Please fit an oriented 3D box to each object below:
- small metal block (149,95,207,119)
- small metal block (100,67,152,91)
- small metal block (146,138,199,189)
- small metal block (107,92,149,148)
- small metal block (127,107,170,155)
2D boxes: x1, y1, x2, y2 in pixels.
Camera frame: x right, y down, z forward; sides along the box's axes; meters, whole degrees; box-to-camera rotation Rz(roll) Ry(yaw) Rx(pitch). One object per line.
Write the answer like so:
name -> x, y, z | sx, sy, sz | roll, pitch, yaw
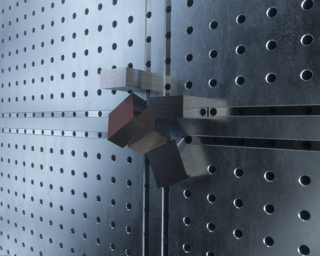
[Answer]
small metal block -> 0.022, -0.024, 0.373 | 0.050, 0.050, 0.025 | 1, 91, 39
small metal block -> -0.047, -0.066, 0.429 | 0.050, 0.050, 0.025 | 2, 92, 39
small metal block -> 0.016, 0.045, 0.395 | 0.050, 0.025, 0.050 | -28, 73, 36
small metal block -> -0.042, -0.010, 0.405 | 0.050, 0.025, 0.050 | -39, 36, 27
small metal block -> -0.014, 0.000, 0.405 | 0.050, 0.025, 0.050 | -31, 40, 35
